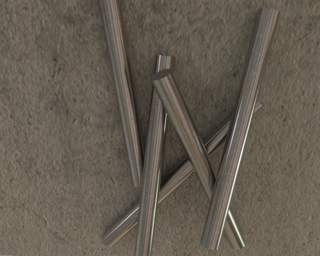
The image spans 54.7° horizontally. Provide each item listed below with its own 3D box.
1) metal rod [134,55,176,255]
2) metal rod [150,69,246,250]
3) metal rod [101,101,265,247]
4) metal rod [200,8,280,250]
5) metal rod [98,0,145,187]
[{"bbox_3d":[-0.010,0.056,0.410,0.025,0.025,0.298,6,103,-3],"label":"metal rod"},{"bbox_3d":[0.060,0.060,0.407,0.025,0.025,0.299,-23,118,8],"label":"metal rod"},{"bbox_3d":[0.023,0.068,0.435,0.025,0.025,0.299,42,105,-14],"label":"metal rod"},{"bbox_3d":[0.096,0.008,0.383,0.025,0.025,0.298,12,98,-5],"label":"metal rod"},{"bbox_3d":[-0.046,-0.062,0.386,0.025,0.025,0.298,-7,110,2],"label":"metal rod"}]
